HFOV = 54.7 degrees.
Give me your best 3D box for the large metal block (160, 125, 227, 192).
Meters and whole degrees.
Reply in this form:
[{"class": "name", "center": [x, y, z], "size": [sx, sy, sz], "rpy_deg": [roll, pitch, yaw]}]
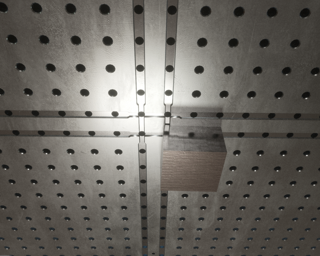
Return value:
[{"class": "large metal block", "center": [0.043, 0.044, 0.433], "size": [0.081, 0.050, 0.079], "rpy_deg": [2, 130, -2]}]
